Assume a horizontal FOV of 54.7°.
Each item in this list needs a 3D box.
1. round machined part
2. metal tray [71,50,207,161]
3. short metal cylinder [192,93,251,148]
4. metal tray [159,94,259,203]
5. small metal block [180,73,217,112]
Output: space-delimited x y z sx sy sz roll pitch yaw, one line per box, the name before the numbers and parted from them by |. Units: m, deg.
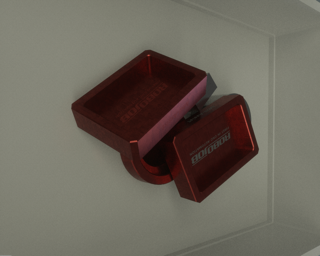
round machined part | -0.010 0.020 0.389 0.099 0.042 0.097 0 90 -40
metal tray | -0.019 -0.033 0.346 0.131 0.090 0.030 -44 149 -32
short metal cylinder | 0.093 -0.011 0.468 0.081 0.050 0.079 0 90 -40
metal tray | 0.068 0.022 0.398 0.131 0.030 0.090 -31 109 -31
small metal block | 0.042 -0.048 0.425 0.050 0.050 0.025 -51 121 -29
